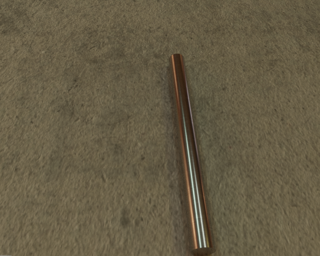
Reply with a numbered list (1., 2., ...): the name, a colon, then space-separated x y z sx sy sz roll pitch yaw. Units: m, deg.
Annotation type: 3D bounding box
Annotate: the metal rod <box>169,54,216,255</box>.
1. metal rod: 0.034 0.006 0.398 0.025 0.025 0.300 -2 50 -2
